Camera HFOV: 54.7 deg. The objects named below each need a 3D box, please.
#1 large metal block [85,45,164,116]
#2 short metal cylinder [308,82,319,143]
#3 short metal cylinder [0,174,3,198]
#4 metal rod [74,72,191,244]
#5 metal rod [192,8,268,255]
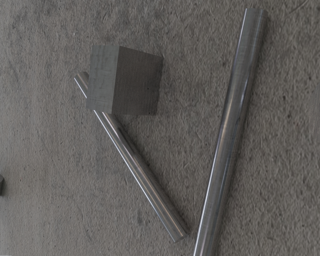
[{"bbox_3d":[-0.045,-0.060,0.406,0.050,0.081,0.079,13,99,39],"label":"large metal block"},{"bbox_3d":[0.169,-0.012,0.249,0.080,0.050,0.079,0,90,40],"label":"short metal cylinder"},{"bbox_3d":[-0.405,0.135,0.704,0.080,0.081,0.050,24,105,37],"label":"short metal cylinder"},{"bbox_3d":[-0.051,0.026,0.446,0.025,0.025,0.300,-51,61,28],"label":"metal rod"},{"bbox_3d":[0.073,0.024,0.344,0.025,0.025,0.298,17,101,38],"label":"metal rod"}]
